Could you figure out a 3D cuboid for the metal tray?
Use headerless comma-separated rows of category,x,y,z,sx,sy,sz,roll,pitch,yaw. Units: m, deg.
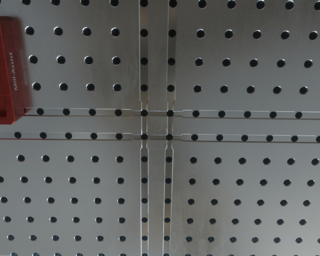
metal tray,-0.226,-0.070,0.383,0.090,0.030,0.129,1,110,-1
